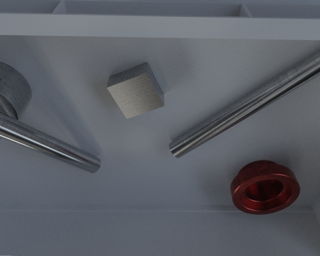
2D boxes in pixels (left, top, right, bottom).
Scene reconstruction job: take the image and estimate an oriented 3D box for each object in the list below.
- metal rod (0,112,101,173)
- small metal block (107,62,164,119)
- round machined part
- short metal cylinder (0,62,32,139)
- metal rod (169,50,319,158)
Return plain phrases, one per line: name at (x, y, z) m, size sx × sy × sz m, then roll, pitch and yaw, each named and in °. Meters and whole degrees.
metal rod at (-0.165, 0.000, 0.334) m, size 0.025 × 0.025 × 0.300 m, roll -23°, pitch 149°, yaw 18°
small metal block at (-0.028, -0.044, 0.371) m, size 0.050 × 0.025 × 0.050 m, roll -18°, pitch 128°, yaw 14°
round machined part at (0.157, 0.087, 0.475) m, size 0.099 × 0.042 × 0.097 m, roll -1°, pitch 130°, yaw 0°
short metal cylinder at (-0.199, -0.032, 0.362) m, size 0.081 × 0.050 × 0.079 m, roll 0°, pitch 130°, yaw 0°
metal rod at (0.134, -0.044, 0.373) m, size 0.299 × 0.025 × 0.025 m, roll -33°, pitch 123°, yaw 25°
